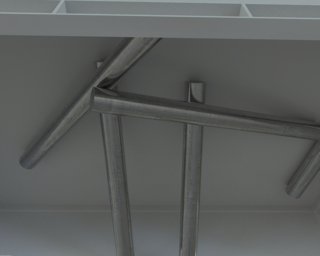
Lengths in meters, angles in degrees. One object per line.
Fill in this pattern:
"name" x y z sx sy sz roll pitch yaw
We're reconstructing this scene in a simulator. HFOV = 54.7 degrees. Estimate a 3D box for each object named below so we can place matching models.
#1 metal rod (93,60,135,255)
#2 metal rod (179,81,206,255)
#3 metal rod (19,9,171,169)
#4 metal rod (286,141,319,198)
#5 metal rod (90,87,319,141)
"metal rod" -0.055 0.065 0.396 0.025 0.025 0.298 -3 109 1
"metal rod" 0.040 0.089 0.405 0.025 0.025 0.298 1 105 -1
"metal rod" -0.096 -0.022 0.357 0.025 0.025 0.299 32 132 -25
"metal rod" 0.239 -0.008 0.405 0.025 0.025 0.298 7 130 -6
"metal rod" 0.072 -0.012 0.360 0.302 0.025 0.025 7 131 -22
